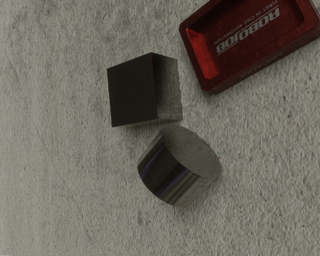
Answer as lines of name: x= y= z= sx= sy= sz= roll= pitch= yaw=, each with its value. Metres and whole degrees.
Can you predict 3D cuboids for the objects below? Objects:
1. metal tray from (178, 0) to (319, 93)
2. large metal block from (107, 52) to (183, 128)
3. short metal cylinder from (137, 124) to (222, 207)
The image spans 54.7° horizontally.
metal tray: x=0.089 y=-0.105 z=0.327 sx=0.130 sy=0.030 sz=0.090 roll=-29 pitch=72 yaw=36
large metal block: x=-0.021 y=-0.045 z=0.406 sx=0.080 sy=0.050 sz=0.080 roll=-9 pitch=84 yaw=39
short metal cylinder: x=0.022 y=0.041 z=0.351 sx=0.080 sy=0.081 sz=0.050 roll=52 pitch=121 yaw=27
